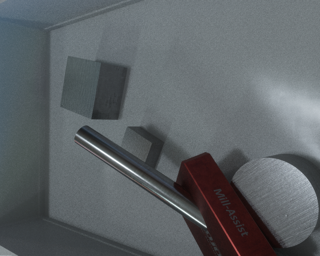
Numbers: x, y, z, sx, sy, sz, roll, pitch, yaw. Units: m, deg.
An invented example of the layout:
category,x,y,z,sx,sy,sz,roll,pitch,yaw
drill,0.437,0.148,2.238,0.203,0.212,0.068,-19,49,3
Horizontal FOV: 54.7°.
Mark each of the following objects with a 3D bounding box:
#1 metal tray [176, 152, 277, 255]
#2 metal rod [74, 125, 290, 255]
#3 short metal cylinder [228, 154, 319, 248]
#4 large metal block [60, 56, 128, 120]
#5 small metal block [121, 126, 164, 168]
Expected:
category,x,y,z,sx,sy,sz,roll,pitch,yaw
metal tray,0.060,0.101,0.314,0.130,0.030,0.089,59,158,30
metal rod,0.030,0.080,0.322,0.300,0.025,0.025,31,110,18
short metal cylinder,0.114,0.066,0.296,0.080,0.050,0.079,0,90,39
large metal block,-0.102,-0.061,0.472,0.080,0.050,0.079,20,102,38
small metal block,-0.028,0.031,0.428,0.050,0.025,0.050,32,109,35
